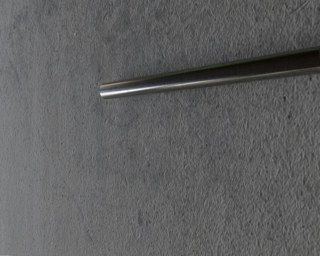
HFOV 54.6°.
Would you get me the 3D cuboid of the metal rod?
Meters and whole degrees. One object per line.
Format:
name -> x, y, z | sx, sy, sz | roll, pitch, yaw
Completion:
metal rod -> 0.033, -0.059, 0.378 | 0.300, 0.025, 0.025 | -2, 89, 40
